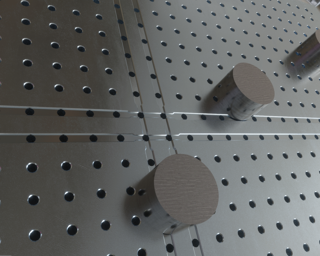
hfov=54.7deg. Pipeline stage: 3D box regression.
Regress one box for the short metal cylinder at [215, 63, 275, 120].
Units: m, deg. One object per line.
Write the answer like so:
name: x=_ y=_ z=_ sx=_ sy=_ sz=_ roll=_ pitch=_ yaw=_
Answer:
short metal cylinder: x=0.137 y=-0.059 z=0.505 sx=0.081 sy=0.050 sz=0.080 roll=14 pitch=56 yaw=-21

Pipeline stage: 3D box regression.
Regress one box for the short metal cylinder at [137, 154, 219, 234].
short metal cylinder: x=0.020 y=0.076 z=0.358 sx=0.081 sy=0.050 sz=0.080 roll=14 pitch=56 yaw=-21

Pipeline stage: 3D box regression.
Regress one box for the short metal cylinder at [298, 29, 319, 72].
short metal cylinder: x=0.361 y=-0.175 z=0.697 sx=0.081 sy=0.050 sz=0.080 roll=14 pitch=56 yaw=-21
